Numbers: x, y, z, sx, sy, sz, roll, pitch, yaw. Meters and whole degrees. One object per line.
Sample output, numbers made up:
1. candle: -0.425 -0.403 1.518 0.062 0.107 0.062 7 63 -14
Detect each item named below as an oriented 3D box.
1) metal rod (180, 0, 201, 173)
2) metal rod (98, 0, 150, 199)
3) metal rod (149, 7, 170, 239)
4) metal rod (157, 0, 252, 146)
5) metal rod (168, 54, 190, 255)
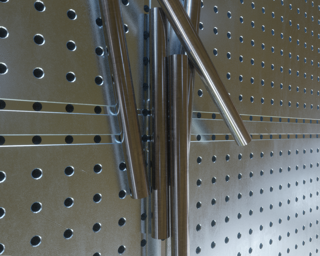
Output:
1. metal rod: 0.038 -0.068 0.442 0.025 0.025 0.298 8 85 -40
2. metal rod: -0.046 -0.061 0.371 0.025 0.025 0.298 -14 99 -39
3. metal rod: -0.001 -0.005 0.410 0.025 0.025 0.298 -1 91 -40
4. metal rod: 0.057 -0.092 0.424 0.025 0.025 0.299 -49 119 -29
5. metal rod: 0.026 0.056 0.406 0.025 0.025 0.298 -2 92 -40
